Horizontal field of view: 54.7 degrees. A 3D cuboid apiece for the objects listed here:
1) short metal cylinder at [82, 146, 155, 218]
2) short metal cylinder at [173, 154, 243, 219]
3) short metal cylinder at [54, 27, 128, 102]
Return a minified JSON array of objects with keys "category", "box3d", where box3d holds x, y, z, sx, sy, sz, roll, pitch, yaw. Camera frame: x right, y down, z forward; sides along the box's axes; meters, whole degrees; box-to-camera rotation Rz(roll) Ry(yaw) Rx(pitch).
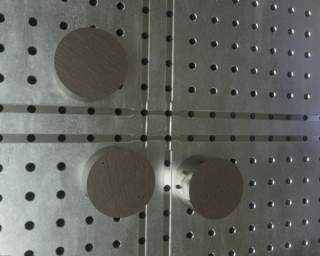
[{"category":"short metal cylinder","box3d":[-0.052,0.063,0.380,0.081,0.050,0.079,0,90,-20]},{"category":"short metal cylinder","box3d":[0.065,0.078,0.423,0.081,0.050,0.079,0,90,-20]},{"category":"short metal cylinder","box3d":[-0.084,-0.072,0.368,0.081,0.050,0.079,0,90,-20]}]
